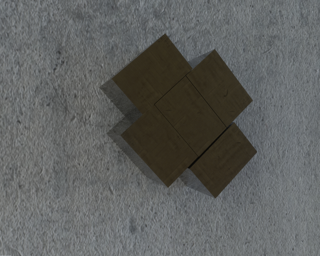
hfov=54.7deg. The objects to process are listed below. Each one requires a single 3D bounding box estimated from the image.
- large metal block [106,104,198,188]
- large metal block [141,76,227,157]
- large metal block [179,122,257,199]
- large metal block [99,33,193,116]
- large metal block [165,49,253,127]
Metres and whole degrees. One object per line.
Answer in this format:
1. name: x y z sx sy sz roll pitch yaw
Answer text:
1. large metal block: -0.013 0.020 0.378 0.050 0.080 0.080 -44 104 -15
2. large metal block: 0.023 -0.013 0.391 0.050 0.080 0.080 -44 104 -15
3. large metal block: 0.064 0.038 0.406 0.080 0.080 0.050 -44 104 -15
4. large metal block: -0.020 -0.060 0.375 0.080 0.080 0.050 -44 104 -15
5. large metal block: 0.058 -0.047 0.404 0.050 0.080 0.080 -44 104 -15
